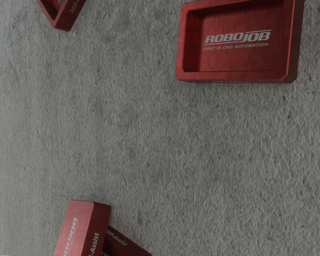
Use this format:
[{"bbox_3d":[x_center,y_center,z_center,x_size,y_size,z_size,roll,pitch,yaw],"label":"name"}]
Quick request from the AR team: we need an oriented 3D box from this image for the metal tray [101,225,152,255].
[{"bbox_3d":[-0.075,0.204,0.463,0.130,0.030,0.089,19,102,38],"label":"metal tray"}]

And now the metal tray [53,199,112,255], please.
[{"bbox_3d":[-0.122,0.176,0.462,0.090,0.030,0.130,-12,60,49],"label":"metal tray"}]

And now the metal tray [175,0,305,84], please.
[{"bbox_3d":[0.080,-0.095,0.335,0.130,0.030,0.089,7,95,39],"label":"metal tray"}]

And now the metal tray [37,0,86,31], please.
[{"bbox_3d":[-0.160,-0.246,0.533,0.129,0.030,0.090,-49,61,28],"label":"metal tray"}]
